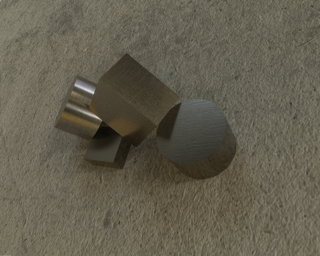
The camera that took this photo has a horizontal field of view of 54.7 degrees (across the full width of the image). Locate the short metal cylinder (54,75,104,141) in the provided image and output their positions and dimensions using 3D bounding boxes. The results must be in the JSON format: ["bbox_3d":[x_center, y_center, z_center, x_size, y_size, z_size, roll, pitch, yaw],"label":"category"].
[{"bbox_3d":[-0.110,-0.028,0.439,0.080,0.050,0.080,-49,27,37],"label":"short metal cylinder"}]

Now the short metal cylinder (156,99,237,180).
[{"bbox_3d":[0.043,0.013,0.358,0.080,0.050,0.080,-13,56,20],"label":"short metal cylinder"}]

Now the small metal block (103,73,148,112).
[{"bbox_3d":[-0.050,-0.052,0.462,0.050,0.025,0.050,-1,61,27],"label":"small metal block"}]

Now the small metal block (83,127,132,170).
[{"bbox_3d":[-0.069,0.026,0.423,0.050,0.025,0.050,3,63,29],"label":"small metal block"}]

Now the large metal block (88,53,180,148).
[{"bbox_3d":[-0.035,-0.030,0.382,0.080,0.080,0.050,39,60,-3],"label":"large metal block"}]
